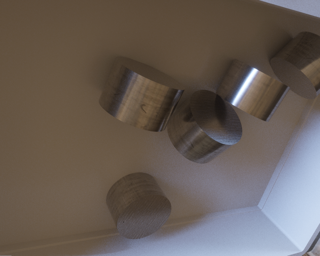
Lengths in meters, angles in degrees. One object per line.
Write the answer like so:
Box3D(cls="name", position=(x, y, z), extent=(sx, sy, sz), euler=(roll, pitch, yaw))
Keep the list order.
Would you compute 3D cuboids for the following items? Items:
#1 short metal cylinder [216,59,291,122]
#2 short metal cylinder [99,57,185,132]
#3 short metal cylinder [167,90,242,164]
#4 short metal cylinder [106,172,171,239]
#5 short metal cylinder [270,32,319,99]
Box3D(cls="short metal cylinder", position=(0.121, -0.050, 0.408), extent=(0.081, 0.080, 0.050), euler=(17, 110, -35))
Box3D(cls="short metal cylinder", position=(-0.020, -0.038, 0.339), extent=(0.081, 0.080, 0.050), euler=(13, 112, -34))
Box3D(cls="short metal cylinder", position=(0.056, -0.002, 0.393), extent=(0.081, 0.080, 0.050), euler=(9, 144, -32))
Box3D(cls="short metal cylinder", position=(-0.031, 0.111, 0.444), extent=(0.081, 0.050, 0.079), euler=(-14, 124, -21))
Box3D(cls="short metal cylinder", position=(0.202, -0.086, 0.430), extent=(0.050, 0.080, 0.080), euler=(-44, 129, 2))
